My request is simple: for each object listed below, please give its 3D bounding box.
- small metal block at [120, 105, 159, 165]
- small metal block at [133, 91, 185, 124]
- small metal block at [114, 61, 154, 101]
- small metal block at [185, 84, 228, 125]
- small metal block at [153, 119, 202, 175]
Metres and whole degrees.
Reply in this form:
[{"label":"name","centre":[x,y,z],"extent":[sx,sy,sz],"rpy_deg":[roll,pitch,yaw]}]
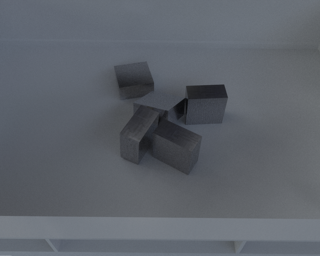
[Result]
[{"label":"small metal block","centre":[-0.025,0.009,0.380],"extent":[0.025,0.050,0.050],"rpy_deg":[24,54,12]},{"label":"small metal block","centre":[0.000,-0.026,0.411],"extent":[0.050,0.025,0.050],"rpy_deg":[15,31,25]},{"label":"small metal block","centre":[-0.039,-0.071,0.465],"extent":[0.050,0.025,0.050],"rpy_deg":[-10,51,-9]},{"label":"small metal block","centre":[0.060,-0.031,0.415],"extent":[0.050,0.050,0.025],"rpy_deg":[-3,50,-3]},{"label":"small metal block","centre":[0.019,0.023,0.370],"extent":[0.050,0.050,0.025],"rpy_deg":[26,55,19]}]
